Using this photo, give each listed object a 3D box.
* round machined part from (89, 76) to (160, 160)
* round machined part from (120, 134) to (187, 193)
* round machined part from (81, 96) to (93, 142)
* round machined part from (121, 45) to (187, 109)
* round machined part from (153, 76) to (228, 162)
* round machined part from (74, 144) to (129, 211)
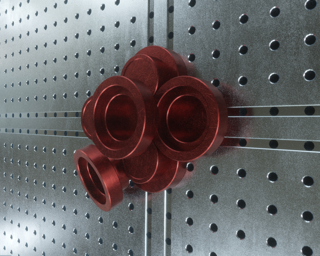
[{"bbox_3d":[-0.040,-0.012,0.376,0.098,0.042,0.097,0,90,40],"label":"round machined part"},{"bbox_3d":[-0.015,0.037,0.412,0.098,0.042,0.097,0,90,40],"label":"round machined part"},{"bbox_3d":[-0.082,-0.015,0.467,0.098,0.042,0.097,0,90,40],"label":"round machined part"},{"bbox_3d":[-0.015,-0.061,0.412,0.098,0.042,0.097,0,90,40],"label":"round machined part"},{"bbox_3d":[0.037,-0.011,0.368,0.098,0.042,0.097,0,90,40],"label":"round machined part"},{"bbox_3d":[-0.081,0.067,0.450,0.098,0.042,0.097,34,137,38],"label":"round machined part"}]
